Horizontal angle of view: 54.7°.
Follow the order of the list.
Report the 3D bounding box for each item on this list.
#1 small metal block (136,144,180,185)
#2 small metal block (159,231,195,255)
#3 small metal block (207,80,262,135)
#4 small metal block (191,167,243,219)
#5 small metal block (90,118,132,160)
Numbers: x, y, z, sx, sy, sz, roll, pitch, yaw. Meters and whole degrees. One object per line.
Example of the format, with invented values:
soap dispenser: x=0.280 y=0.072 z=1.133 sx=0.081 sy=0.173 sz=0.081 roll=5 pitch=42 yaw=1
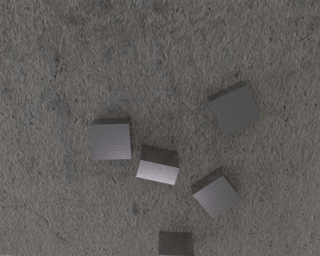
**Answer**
small metal block: x=-0.003 y=0.048 z=0.414 sx=0.050 sy=0.050 sz=0.025 roll=13 pitch=110 yaw=-5
small metal block: x=0.023 y=0.183 z=0.464 sx=0.050 sy=0.050 sz=0.025 roll=2 pitch=110 yaw=-1
small metal block: x=0.095 y=-0.026 z=0.401 sx=0.050 sy=0.025 sz=0.050 roll=-26 pitch=108 yaw=9
small metal block: x=0.081 y=0.093 z=0.445 sx=0.050 sy=0.025 sz=0.050 roll=-36 pitch=106 yaw=12
small metal block: x=-0.064 y=0.014 z=0.414 sx=0.050 sy=0.025 sz=0.050 roll=-2 pitch=110 yaw=0
